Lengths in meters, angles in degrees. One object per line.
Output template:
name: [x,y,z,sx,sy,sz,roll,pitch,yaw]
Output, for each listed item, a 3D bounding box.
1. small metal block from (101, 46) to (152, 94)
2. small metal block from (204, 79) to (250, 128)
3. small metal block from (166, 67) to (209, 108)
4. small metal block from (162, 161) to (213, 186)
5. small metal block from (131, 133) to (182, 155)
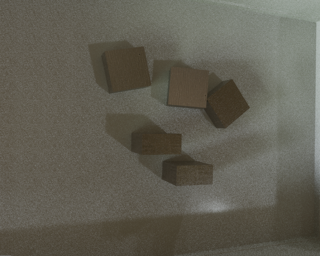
small metal block: [-0.043,-0.073,0.394,0.050,0.025,0.050,-13,94,-20]
small metal block: [0.092,-0.034,0.444,0.050,0.025,0.050,-38,103,-16]
small metal block: [0.037,-0.053,0.417,0.050,0.025,0.050,5,88,-5]
small metal block: [0.035,0.059,0.410,0.050,0.050,0.025,1,90,-20]
small metal block: [-0.006,0.019,0.395,0.050,0.050,0.025,1,90,-20]
